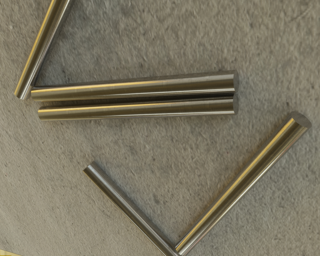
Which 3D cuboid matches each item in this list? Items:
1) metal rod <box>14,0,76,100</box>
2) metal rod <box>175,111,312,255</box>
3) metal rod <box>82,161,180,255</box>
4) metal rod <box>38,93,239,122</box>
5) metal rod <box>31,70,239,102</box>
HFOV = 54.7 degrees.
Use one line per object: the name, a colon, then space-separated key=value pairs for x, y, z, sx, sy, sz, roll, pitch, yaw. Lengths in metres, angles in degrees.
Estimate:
metal rod: x=-0.132 y=-0.136 z=0.389 sx=0.025 sy=0.025 sz=0.298 roll=43 pitch=129 yaw=-2
metal rod: x=0.092 y=0.094 z=0.415 sx=0.025 sy=0.025 sz=0.298 roll=33 pitch=129 yaw=6
metal rod: x=-0.017 y=0.172 z=0.520 sx=0.300 sy=0.025 sz=0.025 roll=48 pitch=129 yaw=-6
metal rod: x=-0.048 y=-0.025 z=0.415 sx=0.300 sy=0.025 sz=0.025 roll=-1 pitch=118 yaw=28
metal rod: x=-0.052 y=-0.051 z=0.400 sx=0.300 sy=0.025 sz=0.025 roll=0 pitch=119 yaw=27
